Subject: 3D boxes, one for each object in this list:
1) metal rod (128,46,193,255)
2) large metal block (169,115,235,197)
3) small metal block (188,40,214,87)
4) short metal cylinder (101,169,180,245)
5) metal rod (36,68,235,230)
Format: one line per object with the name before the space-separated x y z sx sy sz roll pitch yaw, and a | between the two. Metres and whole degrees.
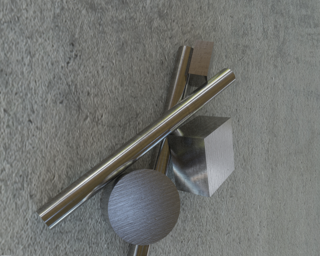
metal rod | 0.003 0.033 0.408 0.025 0.025 0.299 22 76 -38
large metal block | 0.060 0.034 0.420 0.081 0.050 0.079 -31 119 -49
small metal block | 0.059 -0.089 0.439 0.050 0.025 0.050 56 46 -74
short metal cylinder | -0.024 0.086 0.354 0.081 0.050 0.080 2 83 -19
metal rod | -0.010 0.009 0.375 0.302 0.025 0.025 -38 114 -26
